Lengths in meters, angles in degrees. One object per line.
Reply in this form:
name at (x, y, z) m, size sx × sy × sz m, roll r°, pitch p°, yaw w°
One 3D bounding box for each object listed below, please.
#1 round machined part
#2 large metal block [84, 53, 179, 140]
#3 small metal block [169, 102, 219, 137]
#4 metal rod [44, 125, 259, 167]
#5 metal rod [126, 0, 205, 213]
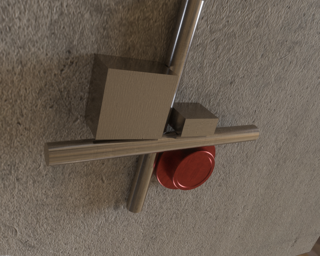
round machined part at (0.040, 0.052, 0.452) m, size 0.099 × 0.042 × 0.097 m, roll -14°, pitch 125°, yaw -21°
large metal block at (-0.035, -0.034, 0.352) m, size 0.081 × 0.050 × 0.079 m, roll 1°, pitch 118°, yaw -29°
small metal block at (0.040, -0.013, 0.408) m, size 0.050 × 0.050 × 0.025 m, roll -2°, pitch 119°, yaw -28°
metal rod at (0.013, 0.017, 0.395) m, size 0.303 × 0.025 × 0.025 m, roll -4°, pitch 121°, yaw -31°
metal rod at (-0.001, -0.013, 0.402) m, size 0.025 × 0.025 × 0.298 m, roll 2°, pitch 118°, yaw -30°
